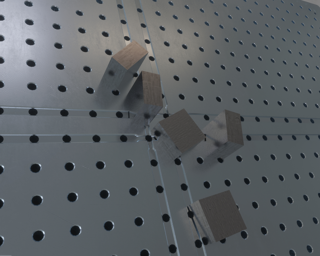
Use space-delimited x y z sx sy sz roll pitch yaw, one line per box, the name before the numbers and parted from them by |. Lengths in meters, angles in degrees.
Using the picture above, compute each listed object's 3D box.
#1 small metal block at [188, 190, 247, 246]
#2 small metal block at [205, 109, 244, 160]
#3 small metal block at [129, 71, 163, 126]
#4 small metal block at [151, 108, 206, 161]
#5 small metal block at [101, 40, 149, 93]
small metal block | 0.070 0.109 0.379 0.050 0.025 0.050 -9 66 -32
small metal block | 0.089 0.010 0.433 0.025 0.050 0.050 15 56 -20
small metal block | -0.020 -0.037 0.404 0.025 0.050 0.050 9 58 -24
small metal block | 0.025 0.008 0.416 0.050 0.025 0.050 -29 78 -37
small metal block | -0.048 -0.083 0.417 0.025 0.050 0.050 41 51 -1
